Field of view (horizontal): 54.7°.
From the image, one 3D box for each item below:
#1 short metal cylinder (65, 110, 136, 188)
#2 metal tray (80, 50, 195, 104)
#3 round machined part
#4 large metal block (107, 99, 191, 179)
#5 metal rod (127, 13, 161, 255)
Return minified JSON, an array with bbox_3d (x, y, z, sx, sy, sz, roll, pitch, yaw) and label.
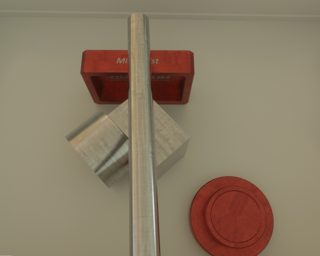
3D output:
[{"bbox_3d":[-0.067,0.025,0.370,0.050,0.080,0.080,-40,75,-13],"label":"short metal cylinder"},{"bbox_3d":[-0.026,-0.062,0.397,0.131,0.090,0.030,0,70,-1],"label":"metal tray"},{"bbox_3d":[0.085,0.105,0.363,0.099,0.042,0.098,0,70,-1],"label":"round machined part"},{"bbox_3d":[-0.013,0.011,0.376,0.050,0.080,0.080,-41,75,-13],"label":"large metal block"},{"bbox_3d":[-0.018,0.009,0.295,0.025,0.025,0.299,-3,64,-1],"label":"metal rod"}]
